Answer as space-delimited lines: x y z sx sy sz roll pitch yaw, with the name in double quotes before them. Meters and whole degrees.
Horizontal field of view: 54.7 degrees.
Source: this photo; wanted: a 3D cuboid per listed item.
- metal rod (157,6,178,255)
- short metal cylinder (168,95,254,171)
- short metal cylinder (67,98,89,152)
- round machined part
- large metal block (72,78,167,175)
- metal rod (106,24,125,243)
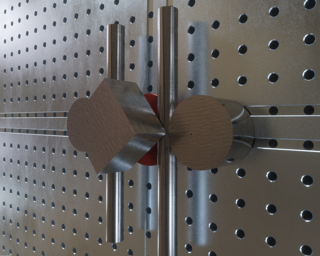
"metal rod" 0.009 0.006 0.375 0.025 0.025 0.298 0 90 40
"short metal cylinder" 0.056 0.005 0.346 0.080 0.050 0.080 0 90 40
"short metal cylinder" -0.097 -0.005 0.474 0.080 0.050 0.080 0 90 40
"round machined part" -0.018 0.002 0.414 0.098 0.042 0.097 0 90 40
"large metal block" -0.051 -0.001 0.374 0.080 0.050 0.080 -46 63 30
"metal rod" -0.063 0.007 0.434 0.025 0.025 0.298 1 90 40
